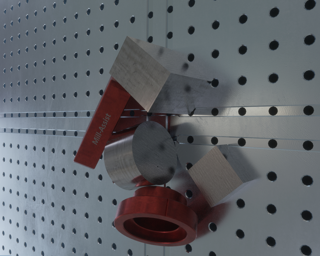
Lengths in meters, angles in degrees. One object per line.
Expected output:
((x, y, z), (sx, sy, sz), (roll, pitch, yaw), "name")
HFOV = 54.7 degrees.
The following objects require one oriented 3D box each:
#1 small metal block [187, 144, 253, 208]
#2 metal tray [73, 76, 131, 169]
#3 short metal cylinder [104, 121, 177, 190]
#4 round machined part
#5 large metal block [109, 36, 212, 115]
((0.068, 0.054, 0.354), (0.050, 0.025, 0.050), (-47, 62, 29), "small metal block")
((-0.076, -0.018, 0.434), (0.129, 0.030, 0.090), (-60, 14, 22), "metal tray")
((-0.023, 0.036, 0.393), (0.050, 0.081, 0.080), (-19, 78, 38), "short metal cylinder")
((-0.003, 0.105, 0.377), (0.098, 0.098, 0.042), (-26, 38, 37), "round machined part")
((0.001, -0.061, 0.373), (0.080, 0.081, 0.050), (46, 117, 30), "large metal block")
